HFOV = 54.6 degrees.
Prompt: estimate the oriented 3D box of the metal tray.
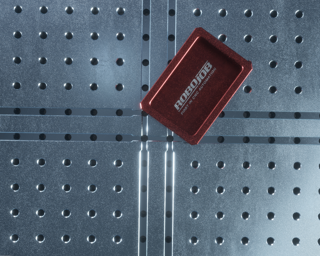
[{"bbox_3d":[0.047,-0.054,0.411,0.090,0.030,0.130,36,90,0],"label":"metal tray"}]
